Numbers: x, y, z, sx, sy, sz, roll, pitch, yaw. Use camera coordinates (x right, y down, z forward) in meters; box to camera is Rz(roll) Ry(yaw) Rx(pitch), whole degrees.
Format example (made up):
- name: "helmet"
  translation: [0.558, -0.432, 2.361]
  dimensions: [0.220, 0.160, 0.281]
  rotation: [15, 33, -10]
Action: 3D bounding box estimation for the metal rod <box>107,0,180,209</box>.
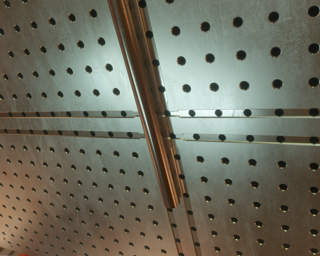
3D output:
- name: "metal rod"
  translation: [-0.014, -0.016, 0.410]
  dimensions: [0.025, 0.025, 0.298]
  rotation: [0, 119, 28]
